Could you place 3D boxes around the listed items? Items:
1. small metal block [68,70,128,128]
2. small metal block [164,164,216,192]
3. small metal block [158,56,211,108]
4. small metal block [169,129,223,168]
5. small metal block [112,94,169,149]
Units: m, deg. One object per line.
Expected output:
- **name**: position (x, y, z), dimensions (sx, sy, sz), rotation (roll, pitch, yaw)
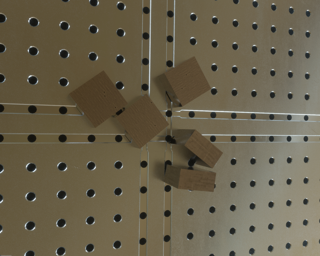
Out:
- **small metal block**: position (-0.077, -0.035, 0.384), dimensions (0.050, 0.025, 0.050), rotation (-39, 103, -16)
- **small metal block**: position (0.039, 0.066, 0.413), dimensions (0.050, 0.050, 0.025), rotation (9, 87, -20)
- **small metal block**: position (0.034, -0.063, 0.425), dimensions (0.050, 0.025, 0.050), rotation (-32, 101, -17)
- **small metal block**: position (0.048, 0.027, 0.417), dimensions (0.050, 0.050, 0.025), rotation (39, 78, -16)
- **small metal block**: position (-0.025, -0.009, 0.403), dimensions (0.050, 0.025, 0.050), rotation (-40, 103, -16)
